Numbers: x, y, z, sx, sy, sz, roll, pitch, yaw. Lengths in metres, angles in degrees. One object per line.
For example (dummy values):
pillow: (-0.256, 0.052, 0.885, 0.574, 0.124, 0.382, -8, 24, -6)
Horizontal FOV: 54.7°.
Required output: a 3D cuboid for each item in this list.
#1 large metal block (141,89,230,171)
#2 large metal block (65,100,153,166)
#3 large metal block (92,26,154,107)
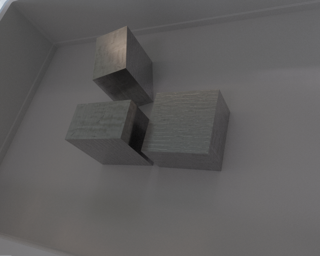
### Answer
large metal block: (0.033, 0.003, 0.371, 0.080, 0.050, 0.080, 0, 62, 28)
large metal block: (-0.057, 0.009, 0.395, 0.080, 0.080, 0.050, -2, 61, 27)
large metal block: (-0.050, -0.084, 0.448, 0.050, 0.080, 0.080, -16, 56, 20)
